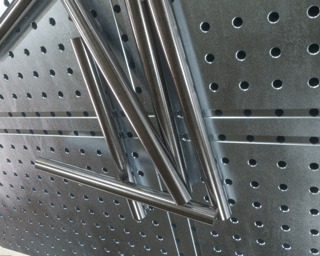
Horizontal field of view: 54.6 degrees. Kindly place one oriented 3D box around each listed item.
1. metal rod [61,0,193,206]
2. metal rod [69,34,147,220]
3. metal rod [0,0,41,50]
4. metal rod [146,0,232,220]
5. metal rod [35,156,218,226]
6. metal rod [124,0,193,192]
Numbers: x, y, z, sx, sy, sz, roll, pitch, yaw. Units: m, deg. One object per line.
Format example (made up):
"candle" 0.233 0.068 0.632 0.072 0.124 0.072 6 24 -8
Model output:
"metal rod" -0.039 -0.034 0.390 0.025 0.025 0.299 -23 100 36
"metal rod" -0.069 0.014 0.456 0.025 0.025 0.299 0 119 28
"metal rod" -0.177 -0.163 0.404 0.299 0.025 0.025 -26 104 37
"metal rod" 0.043 -0.008 0.383 0.025 0.025 0.299 -5 116 31
"metal rod" -0.063 0.088 0.466 0.301 0.025 0.025 12 124 21
"metal rod" 0.000 -0.039 0.387 0.025 0.025 0.299 0 118 28
